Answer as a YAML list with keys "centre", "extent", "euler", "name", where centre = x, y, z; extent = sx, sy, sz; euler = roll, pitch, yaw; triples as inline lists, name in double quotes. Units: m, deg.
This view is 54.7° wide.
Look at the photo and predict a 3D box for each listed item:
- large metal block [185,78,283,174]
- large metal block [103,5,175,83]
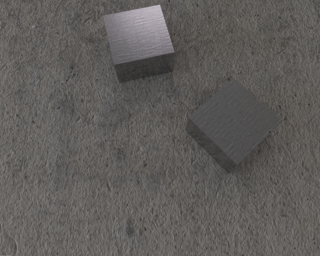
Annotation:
- centre: [0.091, -0.002, 0.396]
  extent: [0.080, 0.050, 0.080]
  euler: [-41, 75, -13]
  name: "large metal block"
- centre: [-0.029, -0.118, 0.438]
  extent: [0.081, 0.050, 0.080]
  euler: [-13, 71, -5]
  name: "large metal block"
